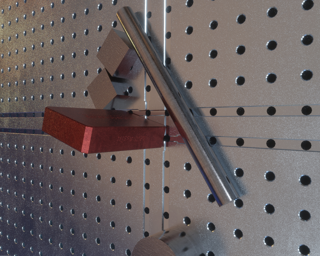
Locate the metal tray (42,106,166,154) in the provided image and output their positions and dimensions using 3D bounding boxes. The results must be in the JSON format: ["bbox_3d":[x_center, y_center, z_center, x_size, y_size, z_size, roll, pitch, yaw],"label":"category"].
[{"bbox_3d":[-0.067,0.000,0.394,0.090,0.131,0.030,21,103,38],"label":"metal tray"}]

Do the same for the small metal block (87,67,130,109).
[{"bbox_3d":[-0.080,-0.055,0.473,0.050,0.025,0.050,-39,66,32],"label":"small metal block"}]

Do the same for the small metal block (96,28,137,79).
[{"bbox_3d":[-0.062,-0.110,0.458,0.050,0.025,0.050,52,120,27],"label":"small metal block"}]

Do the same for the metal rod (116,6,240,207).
[{"bbox_3d":[0.013,-0.042,0.396,0.025,0.025,0.299,-41,66,32],"label":"metal rod"}]

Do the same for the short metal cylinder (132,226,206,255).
[{"bbox_3d":[0.011,0.169,0.383,0.080,0.050,0.079,0,90,39],"label":"short metal cylinder"}]
